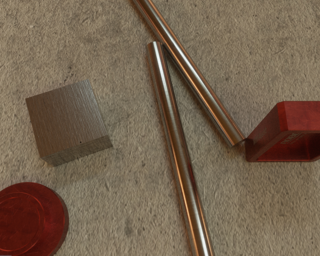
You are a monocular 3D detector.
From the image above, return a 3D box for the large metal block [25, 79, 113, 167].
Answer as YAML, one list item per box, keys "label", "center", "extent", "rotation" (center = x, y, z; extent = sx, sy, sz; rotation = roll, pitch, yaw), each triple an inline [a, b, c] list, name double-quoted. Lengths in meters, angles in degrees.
- label: "large metal block"
  center: [-0.114, -0.006, 0.396]
  extent: [0.081, 0.050, 0.080]
  rotation: [-19, 71, -7]

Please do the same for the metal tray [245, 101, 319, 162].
- label: "metal tray"
  center: [0.158, 0.010, 0.351]
  extent: [0.091, 0.130, 0.030]
  rotation: [0, 70, 0]

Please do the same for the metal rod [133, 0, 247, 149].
- label: "metal rod"
  center: [0.029, -0.103, 0.445]
  extent: [0.025, 0.025, 0.299]
  rotation: [-28, 73, -10]

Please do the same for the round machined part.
- label: "round machined part"
  center: [-0.160, 0.111, 0.357]
  extent: [0.099, 0.042, 0.098]
  rotation: [0, 70, -1]

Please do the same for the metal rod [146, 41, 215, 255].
- label: "metal rod"
  center: [0.022, 0.019, 0.401]
  extent: [0.025, 0.025, 0.299]
  rotation: [-11, 70, -4]
